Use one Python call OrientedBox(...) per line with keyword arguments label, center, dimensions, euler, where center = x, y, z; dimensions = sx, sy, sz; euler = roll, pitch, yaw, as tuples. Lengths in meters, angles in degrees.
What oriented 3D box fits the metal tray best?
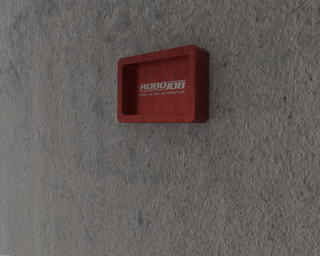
OrientedBox(label="metal tray", center=(0.000, -0.051, 0.402), dimensions=(0.130, 0.030, 0.090), euler=(1, 91, 40))
